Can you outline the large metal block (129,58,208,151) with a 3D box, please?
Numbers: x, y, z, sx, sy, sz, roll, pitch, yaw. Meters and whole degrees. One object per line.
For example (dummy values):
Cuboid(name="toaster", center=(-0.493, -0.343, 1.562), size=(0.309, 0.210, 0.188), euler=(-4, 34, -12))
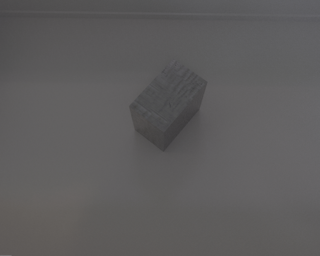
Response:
Cuboid(name="large metal block", center=(0.010, -0.025, 0.390), size=(0.050, 0.080, 0.080), euler=(37, 74, 12))
